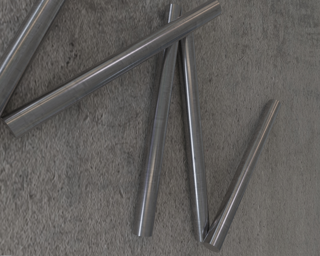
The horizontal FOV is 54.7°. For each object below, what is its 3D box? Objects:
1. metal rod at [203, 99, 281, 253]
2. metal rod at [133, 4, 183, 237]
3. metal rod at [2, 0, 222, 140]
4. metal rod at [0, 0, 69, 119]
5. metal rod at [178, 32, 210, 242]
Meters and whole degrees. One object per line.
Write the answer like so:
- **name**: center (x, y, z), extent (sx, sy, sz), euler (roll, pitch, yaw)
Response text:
- **metal rod**: center (0.143, 0.060, 0.506), extent (0.025, 0.025, 0.301), euler (53, 54, -27)
- **metal rod**: center (-0.001, -0.015, 0.403), extent (0.025, 0.025, 0.298), euler (13, 82, -39)
- **metal rod**: center (-0.033, -0.081, 0.355), extent (0.302, 0.025, 0.025), euler (-37, 113, -27)
- **metal rod**: center (-0.113, -0.116, 0.308), extent (0.025, 0.025, 0.299), euler (34, 69, -35)
- **metal rod**: center (0.049, 0.014, 0.445), extent (0.025, 0.025, 0.298), euler (-10, 96, -40)
